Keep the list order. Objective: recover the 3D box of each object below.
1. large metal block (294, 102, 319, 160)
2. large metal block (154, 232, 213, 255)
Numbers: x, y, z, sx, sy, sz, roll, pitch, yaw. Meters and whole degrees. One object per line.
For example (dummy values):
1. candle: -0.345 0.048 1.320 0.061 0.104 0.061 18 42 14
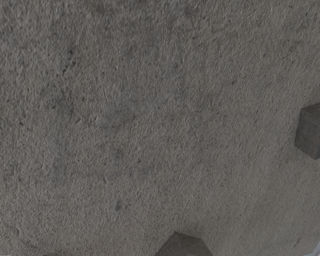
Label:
1. large metal block: 0.294 0.000 0.551 0.081 0.050 0.079 -18 126 -18
2. large metal block: 0.040 0.243 0.563 0.080 0.050 0.080 30 102 -38
